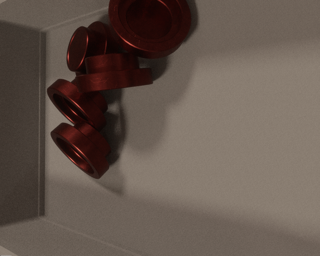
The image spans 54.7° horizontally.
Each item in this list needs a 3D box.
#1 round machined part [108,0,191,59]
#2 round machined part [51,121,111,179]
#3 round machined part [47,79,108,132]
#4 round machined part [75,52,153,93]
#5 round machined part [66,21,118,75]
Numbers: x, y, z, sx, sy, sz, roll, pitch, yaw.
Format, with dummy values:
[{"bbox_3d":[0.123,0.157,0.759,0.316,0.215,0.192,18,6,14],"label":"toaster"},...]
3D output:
[{"bbox_3d":[-0.015,-0.130,0.382,0.042,0.099,0.098,134,125,-73],"label":"round machined part"},{"bbox_3d":[-0.112,0.028,0.464,0.098,0.042,0.098,33,153,20],"label":"round machined part"},{"bbox_3d":[-0.118,-0.037,0.468,0.098,0.098,0.042,20,60,38],"label":"round machined part"},{"bbox_3d":[-0.060,-0.073,0.403,0.098,0.099,0.042,1,102,39],"label":"round machined part"},{"bbox_3d":[-0.107,-0.114,0.469,0.098,0.042,0.098,-13,72,48],"label":"round machined part"}]
